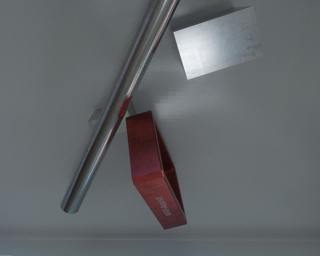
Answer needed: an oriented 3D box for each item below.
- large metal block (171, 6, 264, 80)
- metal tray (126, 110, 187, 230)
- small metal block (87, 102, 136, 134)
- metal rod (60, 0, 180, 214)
[{"bbox_3d":[0.059,-0.098,0.347,0.080,0.080,0.050,-17,110,6],"label":"large metal block"},{"bbox_3d":[-0.002,0.053,0.368,0.030,0.090,0.130,-16,139,5],"label":"metal tray"},{"bbox_3d":[-0.058,-0.012,0.393,0.050,0.050,0.025,-17,109,6],"label":"small metal block"},{"bbox_3d":[-0.053,-0.015,0.346,0.025,0.025,0.298,25,115,-9],"label":"metal rod"}]
